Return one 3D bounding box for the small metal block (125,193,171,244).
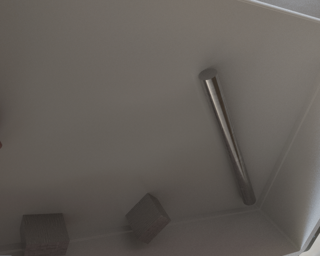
[{"bbox_3d":[-0.019,0.136,0.468,0.050,0.050,0.025,-46,130,4],"label":"small metal block"}]

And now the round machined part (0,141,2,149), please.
[{"bbox_3d":[-0.200,0.018,0.276,0.099,0.098,0.042,-27,92,-12],"label":"round machined part"}]

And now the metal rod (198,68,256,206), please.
[{"bbox_3d":[0.116,0.033,0.495,0.025,0.025,0.299,-33,129,-7],"label":"metal rod"}]

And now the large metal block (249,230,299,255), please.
[{"bbox_3d":[0.271,0.301,0.734,0.080,0.050,0.080,-45,130,3],"label":"large metal block"}]

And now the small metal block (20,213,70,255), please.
[{"bbox_3d":[-0.149,0.137,0.397,0.050,0.050,0.025,7,115,-32],"label":"small metal block"}]
